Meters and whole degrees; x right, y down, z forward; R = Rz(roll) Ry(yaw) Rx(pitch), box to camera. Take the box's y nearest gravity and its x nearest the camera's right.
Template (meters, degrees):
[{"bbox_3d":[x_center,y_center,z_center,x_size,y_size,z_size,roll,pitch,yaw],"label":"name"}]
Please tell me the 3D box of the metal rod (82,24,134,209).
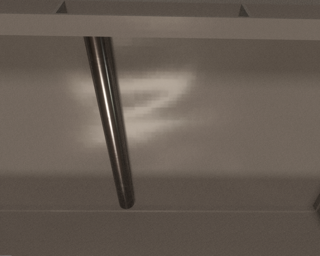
[{"bbox_3d":[-0.061,0.011,0.417,0.025,0.025,0.298,-2,130,1],"label":"metal rod"}]
